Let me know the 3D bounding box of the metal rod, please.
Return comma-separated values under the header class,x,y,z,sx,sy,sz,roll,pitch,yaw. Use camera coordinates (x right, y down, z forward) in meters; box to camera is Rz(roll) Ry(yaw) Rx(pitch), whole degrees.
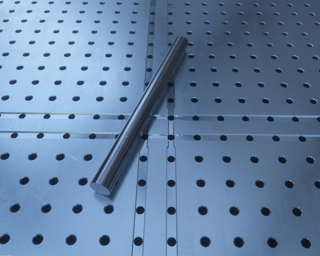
class,x,y,z,sx,sy,sz,roll,pitch,yaw
metal rod,-0.015,-0.039,0.440,0.025,0.025,0.301,16,52,13
